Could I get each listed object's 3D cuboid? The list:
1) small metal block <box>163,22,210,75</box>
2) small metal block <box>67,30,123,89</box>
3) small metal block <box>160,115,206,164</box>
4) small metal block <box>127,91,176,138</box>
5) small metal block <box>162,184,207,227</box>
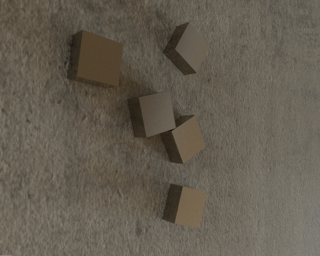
[{"bbox_3d":[0.038,-0.111,0.439,0.050,0.025,0.050,40,66,-33],"label":"small metal block"},{"bbox_3d":[-0.072,-0.075,0.346,0.050,0.025,0.050,10,84,-40],"label":"small metal block"},{"bbox_3d":[0.032,0.015,0.434,0.050,0.025,0.050,-33,111,-35],"label":"small metal block"},{"bbox_3d":[-0.010,-0.018,0.398,0.050,0.025,0.050,-17,101,-39],"label":"small metal block"},{"bbox_3d":[0.035,0.110,0.437,0.050,0.025,0.050,22,76,-38],"label":"small metal block"}]
